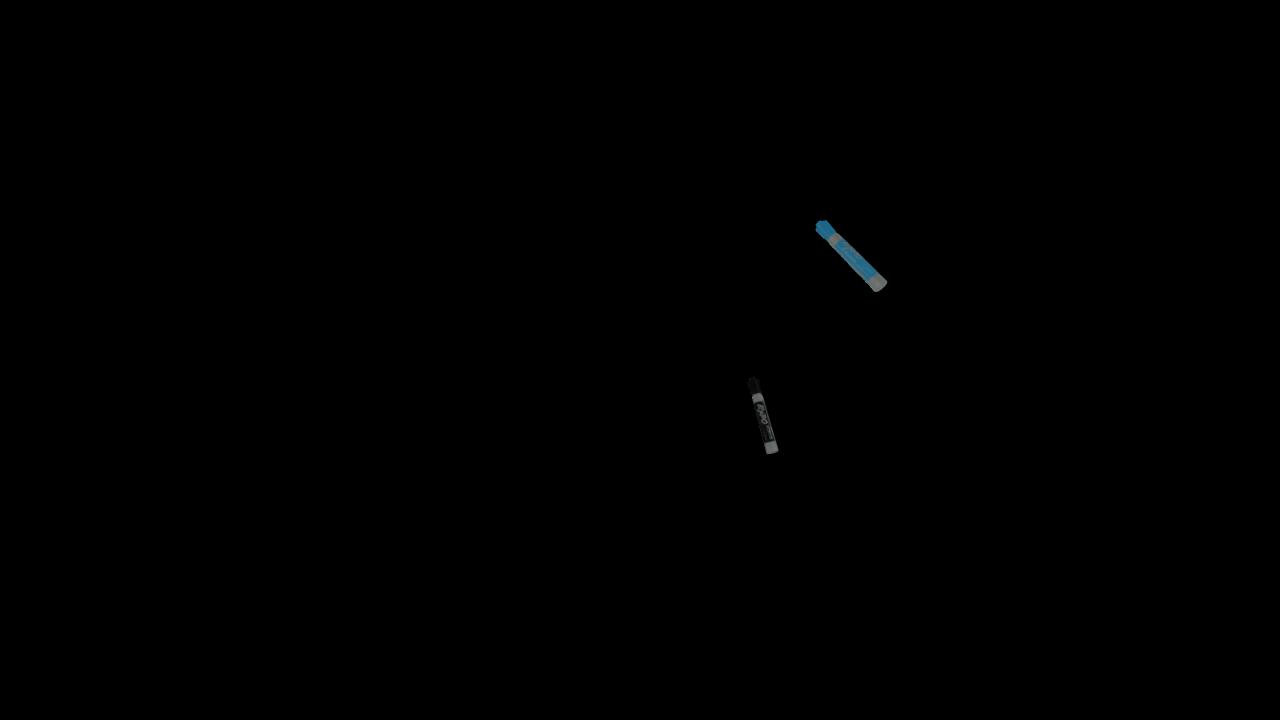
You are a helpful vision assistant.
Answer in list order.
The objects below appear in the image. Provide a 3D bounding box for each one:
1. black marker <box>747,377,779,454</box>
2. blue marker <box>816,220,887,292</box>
[{"bbox_3d":[0.187,0.083,0.942,0.020,0.121,0.020,-11,-20,-4],"label":"black marker"},{"bbox_3d":[0.266,-0.135,0.783,0.020,0.121,0.020,-29,-25,-15],"label":"blue marker"}]
